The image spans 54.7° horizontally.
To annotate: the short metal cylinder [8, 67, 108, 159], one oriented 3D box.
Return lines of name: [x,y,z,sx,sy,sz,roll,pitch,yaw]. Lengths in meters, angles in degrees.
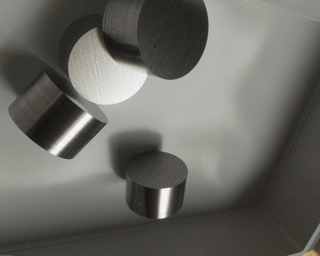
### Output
short metal cylinder: [-0.099,-0.015,0.310,0.050,0.080,0.080,-46,129,4]

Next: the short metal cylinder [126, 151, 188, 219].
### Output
short metal cylinder: [-0.006,0.074,0.416,0.081,0.080,0.050,-9,123,-24]

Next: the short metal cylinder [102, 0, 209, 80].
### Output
short metal cylinder: [-0.003,-0.087,0.275,0.081,0.050,0.079,-18,118,-37]

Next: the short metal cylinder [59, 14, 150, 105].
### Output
short metal cylinder: [-0.058,-0.071,0.317,0.081,0.050,0.079,-14,124,-21]
